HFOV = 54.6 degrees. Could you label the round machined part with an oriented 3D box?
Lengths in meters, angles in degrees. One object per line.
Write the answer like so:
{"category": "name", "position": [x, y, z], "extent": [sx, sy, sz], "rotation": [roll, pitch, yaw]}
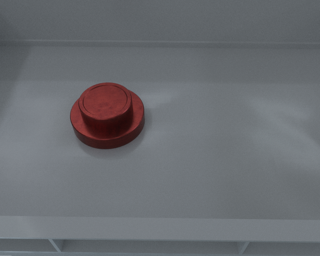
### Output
{"category": "round machined part", "position": [-0.070, -0.023, 0.414], "extent": [0.099, 0.042, 0.098], "rotation": [0, 50, 0]}
